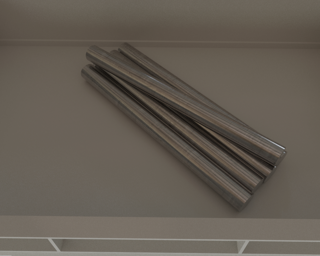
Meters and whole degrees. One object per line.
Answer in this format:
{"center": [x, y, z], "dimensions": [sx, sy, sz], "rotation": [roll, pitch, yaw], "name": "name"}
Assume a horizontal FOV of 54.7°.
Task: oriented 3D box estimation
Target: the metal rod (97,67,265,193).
{"center": [0.007, -0.018, 0.419], "dimensions": [0.025, 0.025, 0.300], "rotation": [-36, 59, -26], "name": "metal rod"}

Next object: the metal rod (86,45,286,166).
{"center": [0.016, -0.040, 0.403], "dimensions": [0.300, 0.025, 0.025], "rotation": [32, 57, 23], "name": "metal rod"}

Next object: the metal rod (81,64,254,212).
{"center": [-0.008, -0.003, 0.406], "dimensions": [0.025, 0.025, 0.300], "rotation": [-36, 59, -26], "name": "metal rod"}

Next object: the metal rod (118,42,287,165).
{"center": [0.043, -0.046, 0.442], "dimensions": [0.025, 0.025, 0.300], "rotation": [-36, 59, -26], "name": "metal rod"}

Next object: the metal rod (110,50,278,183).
{"center": [0.026, -0.030, 0.429], "dimensions": [0.025, 0.025, 0.300], "rotation": [-36, 59, -26], "name": "metal rod"}
